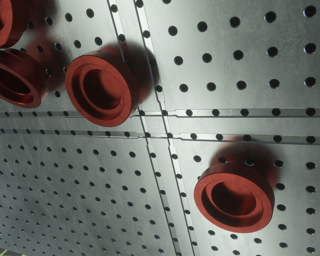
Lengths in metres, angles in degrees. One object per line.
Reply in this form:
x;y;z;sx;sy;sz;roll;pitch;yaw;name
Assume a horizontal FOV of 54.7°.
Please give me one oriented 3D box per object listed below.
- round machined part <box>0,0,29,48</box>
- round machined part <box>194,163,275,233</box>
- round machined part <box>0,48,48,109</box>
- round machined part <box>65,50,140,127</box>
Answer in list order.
-0.213;-0.154;0.406;0.098;0.042;0.097;7;109;21;round machined part
0.097;0.085;0.401;0.098;0.042;0.097;13;124;20;round machined part
-0.207;-0.075;0.446;0.098;0.042;0.098;15;147;10;round machined part
-0.070;-0.053;0.402;0.098;0.042;0.097;13;124;20;round machined part
